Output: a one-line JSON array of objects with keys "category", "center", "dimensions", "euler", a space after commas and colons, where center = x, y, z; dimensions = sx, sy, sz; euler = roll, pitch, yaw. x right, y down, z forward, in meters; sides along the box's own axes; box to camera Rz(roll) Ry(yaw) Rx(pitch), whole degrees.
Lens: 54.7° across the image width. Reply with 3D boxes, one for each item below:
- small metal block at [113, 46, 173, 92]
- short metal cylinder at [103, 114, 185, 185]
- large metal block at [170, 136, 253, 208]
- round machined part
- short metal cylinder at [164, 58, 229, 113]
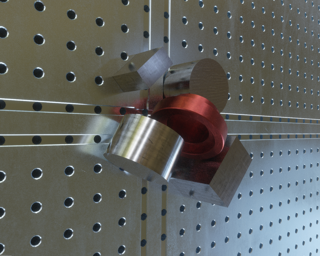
[{"category": "small metal block", "center": [-0.021, -0.070, 0.377], "dimensions": [0.050, 0.050, 0.025], "euler": [-50, 120, -29]}, {"category": "short metal cylinder", "center": [-0.018, 0.026, 0.360], "dimensions": [0.080, 0.080, 0.050], "euler": [38, 67, -34]}, {"category": "large metal block", "center": [0.068, 0.056, 0.434], "dimensions": [0.050, 0.080, 0.080], "euler": [51, 60, -28]}, {"category": "round machined part", "center": [0.038, -0.006, 0.396], "dimensions": [0.098, 0.098, 0.042], "euler": [49, 49, -30]}, {"category": "short metal cylinder", "center": [0.052, -0.054, 0.438], "dimensions": [0.081, 0.050, 0.079], "euler": [0, 90, -40]}]
